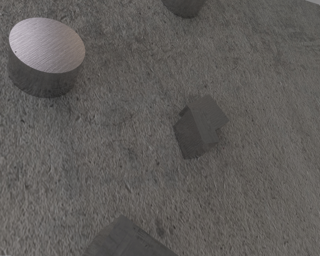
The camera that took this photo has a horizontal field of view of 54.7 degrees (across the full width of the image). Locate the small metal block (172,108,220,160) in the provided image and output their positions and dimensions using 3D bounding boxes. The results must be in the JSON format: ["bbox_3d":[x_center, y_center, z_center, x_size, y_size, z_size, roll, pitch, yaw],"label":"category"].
[{"bbox_3d":[0.046,0.008,0.408,0.025,0.050,0.050,-5,64,-30],"label":"small metal block"}]

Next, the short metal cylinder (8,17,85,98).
[{"bbox_3d":[-0.134,-0.082,0.365,0.081,0.050,0.080,14,56,-21],"label":"short metal cylinder"}]

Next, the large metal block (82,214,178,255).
[{"bbox_3d":[-0.028,0.130,0.274,0.080,0.080,0.050,38,51,-3],"label":"large metal block"}]

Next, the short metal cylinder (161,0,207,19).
[{"bbox_3d":[0.047,-0.247,0.564,0.081,0.050,0.080,14,56,-21],"label":"short metal cylinder"}]

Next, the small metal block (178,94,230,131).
[{"bbox_3d":[0.064,-0.015,0.448,0.050,0.025,0.050,-28,77,-37],"label":"small metal block"}]
